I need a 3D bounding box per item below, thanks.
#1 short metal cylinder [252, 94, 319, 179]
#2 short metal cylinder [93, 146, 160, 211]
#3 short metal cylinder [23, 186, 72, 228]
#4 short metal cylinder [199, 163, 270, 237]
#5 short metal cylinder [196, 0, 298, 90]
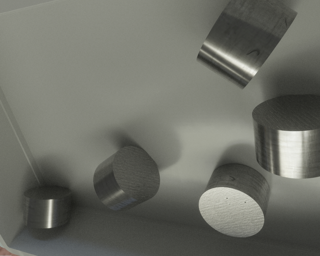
[{"bbox_3d":[0.135,0.006,0.305,0.080,0.080,0.050,1,119,27],"label":"short metal cylinder"},{"bbox_3d":[-0.047,0.072,0.443,0.080,0.080,0.050,49,129,-7],"label":"short metal cylinder"},{"bbox_3d":[-0.202,0.140,0.558,0.080,0.080,0.050,6,96,25],"label":"short metal cylinder"},{"bbox_3d":[0.096,0.092,0.399,0.080,0.050,0.079,13,124,21],"label":"short metal cylinder"},{"bbox_3d":[0.077,-0.082,0.282,0.050,0.080,0.079,35,129,5],"label":"short metal cylinder"}]
